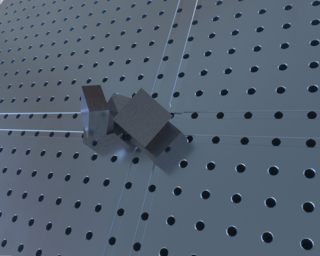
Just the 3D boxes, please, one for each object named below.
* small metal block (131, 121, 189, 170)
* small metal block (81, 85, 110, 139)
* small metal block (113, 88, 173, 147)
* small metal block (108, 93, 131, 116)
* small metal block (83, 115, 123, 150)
[{"bbox_3d":[0.000,0.016,0.398,0.050,0.025,0.050,-46,51,-4],"label":"small metal block"},{"bbox_3d":[-0.088,-0.022,0.414,0.025,0.050,0.050,-7,49,-22],"label":"small metal block"},{"bbox_3d":[-0.022,-0.012,0.376,0.050,0.025,0.050,42,83,-6],"label":"small metal block"},{"bbox_3d":[-0.039,-0.019,0.423,0.050,0.050,0.025,20,73,35],"label":"small metal block"},{"bbox_3d":[-0.082,-0.001,0.451,0.050,0.025,0.050,-18,55,17],"label":"small metal block"}]
